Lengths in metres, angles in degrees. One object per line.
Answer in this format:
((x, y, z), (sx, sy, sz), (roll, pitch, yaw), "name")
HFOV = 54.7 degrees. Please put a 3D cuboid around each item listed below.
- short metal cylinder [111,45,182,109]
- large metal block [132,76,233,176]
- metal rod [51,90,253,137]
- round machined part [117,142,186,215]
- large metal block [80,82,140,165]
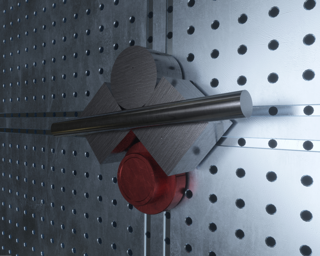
((-0.018, -0.062, 0.403), (0.080, 0.050, 0.079), (0, 90, 40), "short metal cylinder")
((0.023, -0.003, 0.366), (0.080, 0.050, 0.080), (50, 120, 28), "large metal block")
((-0.038, -0.010, 0.368), (0.300, 0.025, 0.025), (-6, 86, 40), "metal rod")
((-0.018, 0.065, 0.408), (0.098, 0.042, 0.097), (0, 90, 40), "round machined part")
((-0.063, -0.006, 0.439), (0.080, 0.050, 0.080), (-47, 64, 29), "large metal block")
